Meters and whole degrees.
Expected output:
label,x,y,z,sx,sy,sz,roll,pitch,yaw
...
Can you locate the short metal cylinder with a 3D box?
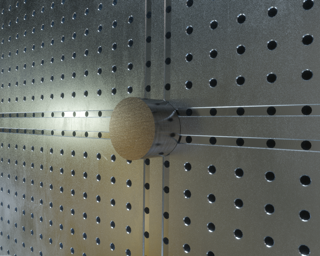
label,x,y,z,sx,sy,sz,roll,pitch,yaw
short metal cylinder,-0.021,0.001,0.407,0.080,0.050,0.079,0,90,39
